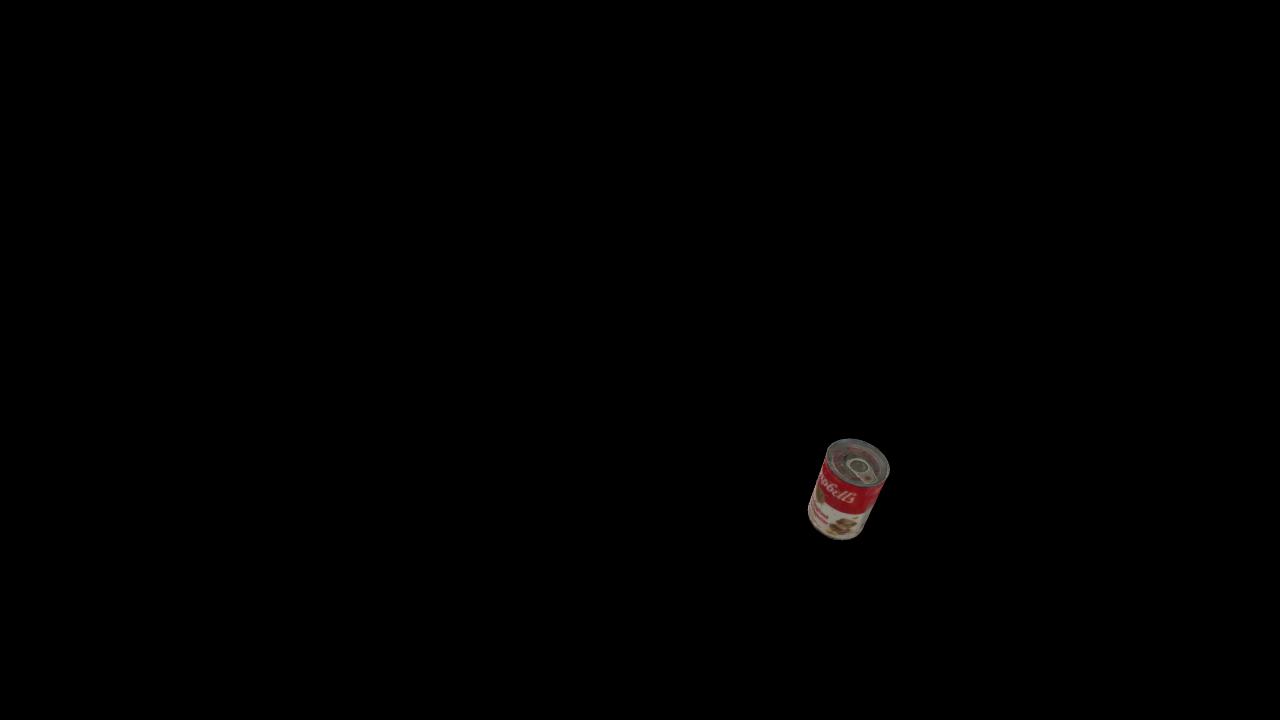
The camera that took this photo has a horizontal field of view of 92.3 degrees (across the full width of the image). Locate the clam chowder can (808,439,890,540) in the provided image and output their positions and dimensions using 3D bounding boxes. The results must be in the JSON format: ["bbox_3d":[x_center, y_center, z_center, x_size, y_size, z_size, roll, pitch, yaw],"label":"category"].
[{"bbox_3d":[0.233,0.148,0.697,0.068,0.102,0.068,1,40,-1],"label":"clam chowder can"}]
